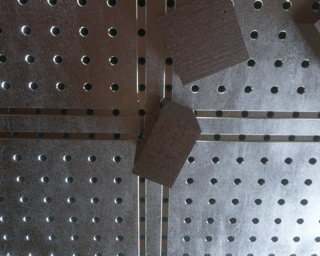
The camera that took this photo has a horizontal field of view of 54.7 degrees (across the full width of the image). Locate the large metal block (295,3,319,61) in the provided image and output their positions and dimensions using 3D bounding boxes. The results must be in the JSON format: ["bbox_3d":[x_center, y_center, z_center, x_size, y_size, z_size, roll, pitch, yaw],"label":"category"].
[{"bbox_3d":[0.223,-0.117,0.360,0.080,0.050,0.080,-39,106,12],"label":"large metal block"}]

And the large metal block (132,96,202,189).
[{"bbox_3d":[0.007,0.015,0.390,0.050,0.080,0.079,23,108,-9],"label":"large metal block"}]

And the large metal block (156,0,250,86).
[{"bbox_3d":[0.048,-0.106,0.362,0.080,0.050,0.080,-22,109,7],"label":"large metal block"}]
